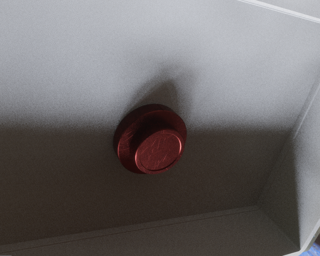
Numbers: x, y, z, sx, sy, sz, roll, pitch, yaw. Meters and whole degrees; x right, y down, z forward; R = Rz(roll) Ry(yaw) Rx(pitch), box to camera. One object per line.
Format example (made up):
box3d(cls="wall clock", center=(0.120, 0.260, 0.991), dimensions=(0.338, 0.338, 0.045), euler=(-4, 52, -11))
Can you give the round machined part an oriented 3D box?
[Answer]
box3d(cls="round machined part", center=(-0.007, 0.021, 0.404), dimensions=(0.099, 0.042, 0.097), euler=(-14, 125, -21))
